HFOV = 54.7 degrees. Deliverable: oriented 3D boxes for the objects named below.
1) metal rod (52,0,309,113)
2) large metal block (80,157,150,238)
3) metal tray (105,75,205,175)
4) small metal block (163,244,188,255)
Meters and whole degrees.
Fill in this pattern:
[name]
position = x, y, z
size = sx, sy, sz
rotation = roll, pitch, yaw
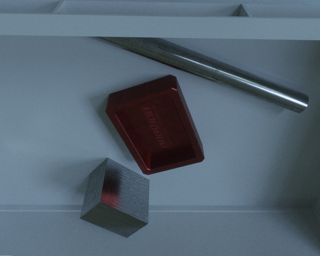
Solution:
[metal rod]
position = 0.036, -0.073, 0.347
size = 0.302, 0.025, 0.025
rotation = 17, 128, -15
[large metal block]
position = -0.063, 0.103, 0.460
size = 0.080, 0.080, 0.050
rotation = 33, 123, -25
[metal tray]
position = -0.002, 0.002, 0.407
size = 0.090, 0.030, 0.130
rotation = -16, 129, 12
[small metal block]
position = 0.031, 0.263, 0.636
size = 0.050, 0.025, 0.050
rotation = -1, 130, 0
